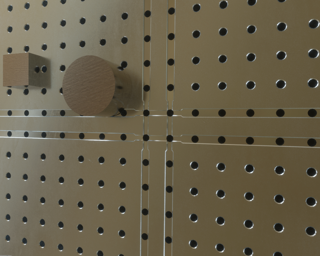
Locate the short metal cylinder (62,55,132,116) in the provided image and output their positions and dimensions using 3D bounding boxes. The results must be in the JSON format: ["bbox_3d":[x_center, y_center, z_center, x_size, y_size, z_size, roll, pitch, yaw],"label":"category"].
[{"bbox_3d":[-0.086,-0.056,0.430,0.080,0.050,0.080,0,90,20],"label":"short metal cylinder"}]

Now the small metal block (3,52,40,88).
[{"bbox_3d":[-0.219,-0.090,0.490,0.050,0.025,0.050,0,90,20],"label":"small metal block"}]
